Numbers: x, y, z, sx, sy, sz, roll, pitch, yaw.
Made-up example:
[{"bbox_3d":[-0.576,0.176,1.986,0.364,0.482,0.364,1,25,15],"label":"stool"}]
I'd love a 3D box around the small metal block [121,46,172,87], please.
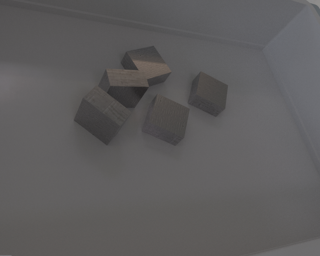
[{"bbox_3d":[-0.020,-0.088,0.448,0.050,0.025,0.050,-24,75,-36],"label":"small metal block"}]

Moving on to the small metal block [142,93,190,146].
[{"bbox_3d":[0.009,-0.011,0.417,0.050,0.025,0.050,24,53,-14],"label":"small metal block"}]

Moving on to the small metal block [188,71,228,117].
[{"bbox_3d":[0.075,-0.052,0.477,0.050,0.025,0.050,25,53,-13],"label":"small metal block"}]

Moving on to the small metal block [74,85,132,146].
[{"bbox_3d":[-0.068,-0.014,0.361,0.050,0.050,0.025,38,51,-3],"label":"small metal block"}]

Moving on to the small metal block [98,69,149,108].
[{"bbox_3d":[-0.049,-0.049,0.393,0.050,0.050,0.025,-3,64,-30],"label":"small metal block"}]
